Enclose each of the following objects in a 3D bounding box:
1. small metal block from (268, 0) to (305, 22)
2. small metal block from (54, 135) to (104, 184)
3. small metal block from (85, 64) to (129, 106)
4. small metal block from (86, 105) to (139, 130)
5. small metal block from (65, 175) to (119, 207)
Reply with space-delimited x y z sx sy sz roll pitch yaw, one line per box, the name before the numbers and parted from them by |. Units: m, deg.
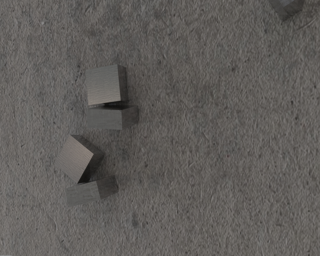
small metal block | 0.137 -0.154 0.347 0.025 0.050 0.050 -30 80 18
small metal block | -0.117 0.044 0.448 0.050 0.025 0.050 35 101 22
small metal block | -0.074 -0.059 0.435 0.050 0.025 0.050 -6 88 20
small metal block | -0.062 -0.016 0.416 0.050 0.050 0.025 3 102 20
small metal block | -0.093 0.086 0.429 0.050 0.050 0.025 -17 85 19
